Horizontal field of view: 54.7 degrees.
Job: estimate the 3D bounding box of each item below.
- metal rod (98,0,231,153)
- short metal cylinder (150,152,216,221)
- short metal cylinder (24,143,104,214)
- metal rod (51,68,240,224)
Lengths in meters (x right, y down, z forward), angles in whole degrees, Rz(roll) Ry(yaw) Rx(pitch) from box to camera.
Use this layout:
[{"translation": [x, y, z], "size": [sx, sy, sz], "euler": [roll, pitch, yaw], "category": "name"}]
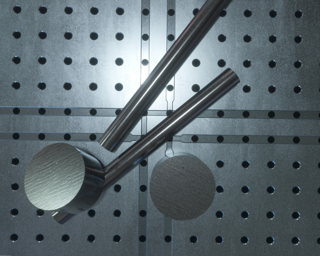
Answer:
[{"translation": [0.019, -0.093, 0.413], "size": [0.025, 0.025, 0.300], "euler": [38, 90, 0], "category": "metal rod"}, {"translation": [0.028, 0.073, 0.401], "size": [0.081, 0.050, 0.080], "euler": [0, 90, 0], "category": "short metal cylinder"}, {"translation": [-0.117, 0.064, 0.385], "size": [0.080, 0.050, 0.080], "euler": [-6, 68, 15], "category": "short metal cylinder"}, {"translation": [-0.019, 0.024, 0.413], "size": [0.300, 0.025, 0.025], "euler": [-39, 90, 0], "category": "metal rod"}]
